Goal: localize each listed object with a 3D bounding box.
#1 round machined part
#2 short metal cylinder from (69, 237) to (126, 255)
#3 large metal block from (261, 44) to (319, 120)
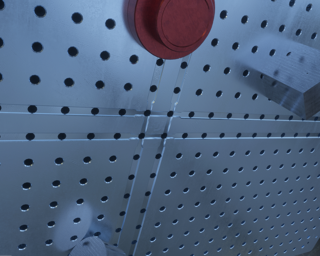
[{"bbox_3d":[0.019,-0.121,0.335,0.099,0.042,0.097,-14,124,-21],"label":"round machined part"},{"bbox_3d":[-0.093,0.207,0.453,0.080,0.080,0.050,-43,130,1],"label":"short metal cylinder"},{"bbox_3d":[0.209,-0.068,0.448,0.080,0.080,0.050,-33,129,-7],"label":"large metal block"}]
